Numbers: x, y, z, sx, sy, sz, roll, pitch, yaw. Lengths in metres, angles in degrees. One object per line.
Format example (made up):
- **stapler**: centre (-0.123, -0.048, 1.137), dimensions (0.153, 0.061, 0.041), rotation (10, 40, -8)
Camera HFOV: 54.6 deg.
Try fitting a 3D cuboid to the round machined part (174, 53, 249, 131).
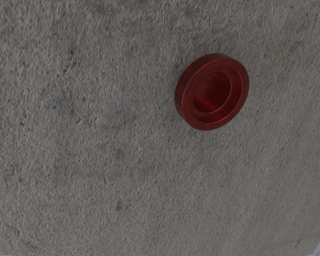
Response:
- **round machined part**: centre (0.062, -0.049, 0.399), dimensions (0.099, 0.042, 0.097), rotation (-14, 124, -21)
